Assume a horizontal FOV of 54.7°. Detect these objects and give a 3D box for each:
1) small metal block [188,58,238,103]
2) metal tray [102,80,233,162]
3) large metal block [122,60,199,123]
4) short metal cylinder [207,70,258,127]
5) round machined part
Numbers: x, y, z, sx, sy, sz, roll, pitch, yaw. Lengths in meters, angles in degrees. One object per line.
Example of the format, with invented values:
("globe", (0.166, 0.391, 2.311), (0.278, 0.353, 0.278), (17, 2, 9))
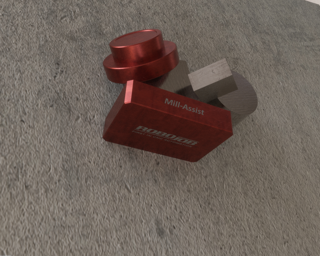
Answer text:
("small metal block", (0.070, -0.060, 0.405), (0.050, 0.050, 0.025), (33, 37, -64))
("metal tray", (0.008, -0.002, 0.368), (0.131, 0.090, 0.030), (16, 56, -20))
("large metal block", (0.000, -0.047, 0.419), (0.081, 0.050, 0.080), (-2, 63, -29))
("short metal cylinder", (0.099, -0.042, 0.469), (0.081, 0.050, 0.080), (14, 56, -21))
("round machined part", (-0.027, -0.098, 0.402), (0.099, 0.098, 0.042), (-42, 131, -39))
